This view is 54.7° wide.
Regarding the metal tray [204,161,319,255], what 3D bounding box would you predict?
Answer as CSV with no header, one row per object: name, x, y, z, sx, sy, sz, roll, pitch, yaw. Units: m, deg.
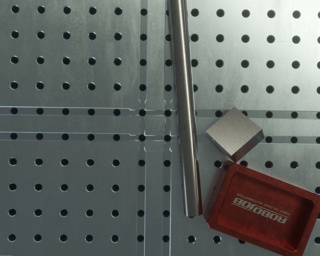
metal tray,0.136,0.108,0.412,0.131,0.030,0.090,21,90,-1

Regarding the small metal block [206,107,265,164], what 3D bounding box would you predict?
small metal block,0.097,0.009,0.401,0.050,0.025,0.050,-41,53,-2

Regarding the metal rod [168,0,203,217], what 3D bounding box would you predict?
metal rod,0.033,-0.034,0.413,0.025,0.025,0.298,-4,90,-1
